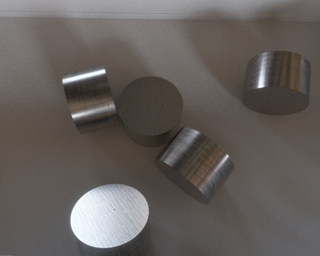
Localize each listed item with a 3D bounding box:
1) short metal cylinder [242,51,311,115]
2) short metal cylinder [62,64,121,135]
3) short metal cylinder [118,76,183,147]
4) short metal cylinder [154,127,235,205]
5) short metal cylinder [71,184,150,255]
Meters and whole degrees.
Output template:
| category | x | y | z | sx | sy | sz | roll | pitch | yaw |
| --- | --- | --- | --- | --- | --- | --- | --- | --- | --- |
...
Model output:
| category | x | y | z | sx | sy | sz | roll | pitch | yaw |
| --- | --- | --- | --- | --- | --- | --- | --- | --- | --- |
| short metal cylinder | 0.151 | -0.056 | 0.403 | 0.080 | 0.080 | 0.050 | 11 | 71 | 3 |
| short metal cylinder | -0.085 | -0.036 | 0.393 | 0.050 | 0.080 | 0.080 | -16 | 71 | -6 |
| short metal cylinder | -0.012 | -0.020 | 0.404 | 0.081 | 0.050 | 0.080 | 0 | 70 | 0 |
| short metal cylinder | 0.040 | 0.044 | 0.365 | 0.080 | 0.080 | 0.050 | 38 | 74 | 12 |
| short metal cylinder | -0.052 | 0.108 | 0.338 | 0.081 | 0.050 | 0.080 | 0 | 38 | 1 |
